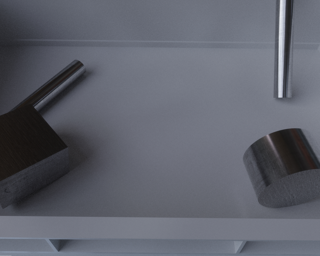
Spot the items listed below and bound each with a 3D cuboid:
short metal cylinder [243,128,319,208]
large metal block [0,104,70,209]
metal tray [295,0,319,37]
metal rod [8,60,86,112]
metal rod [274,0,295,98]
[{"bbox_3d":[0.137,0.045,0.333,0.081,0.080,0.050,-6,51,-6],"label":"short metal cylinder"},{"bbox_3d":[-0.161,0.029,0.350,0.081,0.050,0.080,-30,62,-34],"label":"large metal block"},{"bbox_3d":[0.269,-0.228,0.560,0.030,0.089,0.131,37,59,26],"label":"metal tray"},{"bbox_3d":[-0.204,0.002,0.400,0.025,0.025,0.301,25,54,19],"label":"metal rod"},{"bbox_3d":[0.178,-0.193,0.439,0.025,0.025,0.298,0,94,0],"label":"metal rod"}]
